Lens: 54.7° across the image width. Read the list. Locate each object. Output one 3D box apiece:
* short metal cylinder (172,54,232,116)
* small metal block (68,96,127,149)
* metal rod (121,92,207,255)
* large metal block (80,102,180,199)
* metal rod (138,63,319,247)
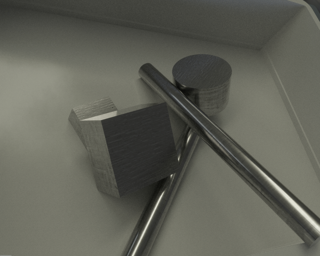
[{"bbox_3d":[0.059,-0.061,0.438,0.080,0.050,0.080,-3,46,3],"label":"short metal cylinder"},{"bbox_3d":[-0.073,-0.005,0.370,0.050,0.025,0.050,-25,75,-37],"label":"small metal block"},{"bbox_3d":[0.028,0.034,0.401,0.025,0.025,0.301,35,51,-6],"label":"metal rod"},{"bbox_3d":[-0.031,0.020,0.340,0.081,0.050,0.079,-19,102,-36],"label":"large metal block"},{"bbox_3d":[0.060,0.007,0.360,0.025,0.025,0.300,-12,44,-34],"label":"metal rod"}]
